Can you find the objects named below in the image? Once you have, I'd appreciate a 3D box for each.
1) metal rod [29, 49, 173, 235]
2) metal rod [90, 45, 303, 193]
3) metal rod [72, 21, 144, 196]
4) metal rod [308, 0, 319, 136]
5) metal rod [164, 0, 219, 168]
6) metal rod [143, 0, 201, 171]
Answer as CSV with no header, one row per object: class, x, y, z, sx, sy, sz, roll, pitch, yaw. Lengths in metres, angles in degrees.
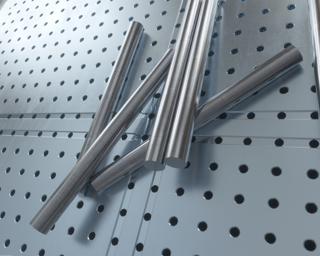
metal rod,-0.063,0.006,0.420,0.025,0.025,0.300,22,68,36
metal rod,0.041,-0.008,0.392,0.300,0.025,0.025,-33,51,6
metal rod,-0.077,-0.045,0.477,0.025,0.025,0.300,1,62,29
metal rod,0.183,-0.038,0.335,0.025,0.025,0.300,-4,59,26
metal rod,0.049,-0.085,0.413,0.025,0.025,0.300,-4,53,26
metal rod,0.025,-0.081,0.424,0.025,0.025,0.300,-4,54,26
